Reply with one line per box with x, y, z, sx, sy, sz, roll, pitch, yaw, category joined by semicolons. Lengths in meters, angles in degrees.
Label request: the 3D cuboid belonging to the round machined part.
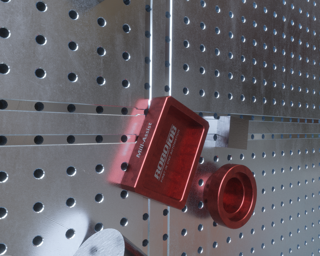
0.107;0.105;0.488;0.099;0.042;0.097;0;90;-40;round machined part

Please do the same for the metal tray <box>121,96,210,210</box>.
0.012;0.033;0.415;0.090;0.030;0.130;31;71;-36;metal tray

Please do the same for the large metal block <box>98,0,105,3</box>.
-0.057;-0.203;0.345;0.080;0.050;0.080;50;60;-28;large metal block

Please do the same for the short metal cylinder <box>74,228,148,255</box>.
-0.054;0.156;0.328;0.050;0.080;0.080;51;60;-28;short metal cylinder

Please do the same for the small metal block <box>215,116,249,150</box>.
0.119;0.009;0.509;0.050;0.025;0.050;9;85;-40;small metal block
